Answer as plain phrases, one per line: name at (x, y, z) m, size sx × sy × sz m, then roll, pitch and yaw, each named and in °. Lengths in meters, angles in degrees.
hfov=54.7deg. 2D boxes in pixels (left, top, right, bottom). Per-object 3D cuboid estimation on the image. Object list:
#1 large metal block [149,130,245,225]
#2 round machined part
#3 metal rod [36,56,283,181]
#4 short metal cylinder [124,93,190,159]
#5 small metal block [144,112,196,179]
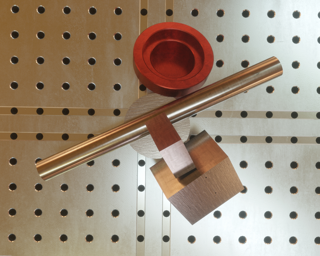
large metal block at (0.047, 0.062, 0.379) m, size 0.080 × 0.050 × 0.080 m, roll -35°, pitch 135°, yaw 0°
round machined part at (0.015, -0.082, 0.393) m, size 0.099 × 0.042 × 0.098 m, roll 2°, pitch 67°, yaw -6°
metal rod at (0.000, -0.011, 0.363) m, size 0.301 × 0.025 × 0.025 m, roll -24°, pitch 90°, yaw -1°
short metal cylinder at (-0.004, -0.003, 0.400) m, size 0.081 × 0.050 × 0.079 m, roll 0°, pitch 90°, yaw -1°
small metal block at (0.011, 0.019, 0.340) m, size 0.025 × 0.050 × 0.050 m, roll -29°, pitch 132°, yaw 0°
